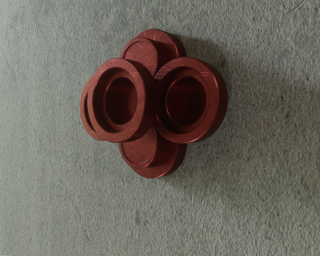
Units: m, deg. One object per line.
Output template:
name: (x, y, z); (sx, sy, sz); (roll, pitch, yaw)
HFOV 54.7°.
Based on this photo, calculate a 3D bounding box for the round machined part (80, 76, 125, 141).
round machined part: (-0.069, -0.031, 0.450); (0.098, 0.042, 0.097); (0, 90, 39)

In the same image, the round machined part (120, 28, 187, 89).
round machined part: (-0.016, -0.081, 0.406); (0.098, 0.042, 0.097); (0, 90, 39)

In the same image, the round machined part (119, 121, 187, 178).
round machined part: (-0.016, 0.018, 0.407); (0.098, 0.042, 0.097); (0, 90, 39)

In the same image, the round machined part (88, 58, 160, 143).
round machined part: (-0.039, -0.032, 0.371); (0.098, 0.042, 0.097); (0, 91, 39)

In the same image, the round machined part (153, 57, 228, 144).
round machined part: (0.036, -0.031, 0.364); (0.098, 0.042, 0.097); (0, 90, 39)
